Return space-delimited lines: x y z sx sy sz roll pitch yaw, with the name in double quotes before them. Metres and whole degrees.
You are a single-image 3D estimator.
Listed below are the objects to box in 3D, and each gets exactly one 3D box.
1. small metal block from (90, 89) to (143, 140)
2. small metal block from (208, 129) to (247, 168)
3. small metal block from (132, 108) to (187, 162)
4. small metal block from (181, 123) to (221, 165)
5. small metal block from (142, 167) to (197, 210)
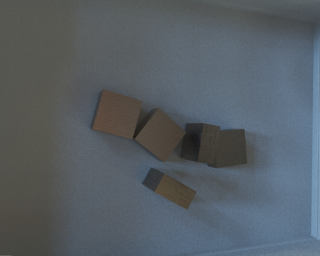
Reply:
"small metal block" -0.055 -0.016 0.388 0.050 0.025 0.050 16 85 -20
"small metal block" 0.095 0.028 0.445 0.050 0.025 0.050 -6 92 -20
"small metal block" -0.002 0.009 0.408 0.050 0.025 0.050 41 77 -16
"small metal block" 0.054 0.020 0.417 0.025 0.050 0.050 10 87 -21
"small metal block" 0.011 0.077 0.400 0.050 0.050 0.025 32 81 -18
